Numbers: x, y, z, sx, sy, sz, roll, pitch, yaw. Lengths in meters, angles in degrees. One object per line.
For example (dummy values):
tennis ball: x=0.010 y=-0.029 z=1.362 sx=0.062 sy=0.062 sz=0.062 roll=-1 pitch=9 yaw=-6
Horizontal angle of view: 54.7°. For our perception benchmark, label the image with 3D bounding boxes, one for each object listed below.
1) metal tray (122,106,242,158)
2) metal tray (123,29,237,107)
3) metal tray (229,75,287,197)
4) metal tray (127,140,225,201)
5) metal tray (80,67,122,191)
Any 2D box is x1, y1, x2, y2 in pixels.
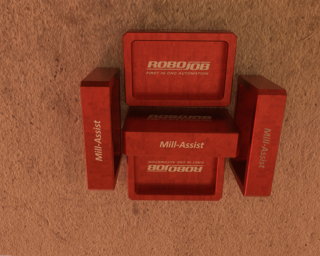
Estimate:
metal tray: x=0.024 y=0.002 z=0.379 sx=0.131 sy=0.090 sz=0.030 roll=1 pitch=111 yaw=-1
metal tray: x=0.023 y=-0.073 z=0.382 sx=0.131 sy=0.030 sz=0.089 roll=0 pitch=113 yaw=-1
metal tray: x=0.114 y=0.007 z=0.380 sx=0.030 sy=0.090 sz=0.129 roll=1 pitch=110 yaw=0
metal tray: x=0.021 y=0.054 z=0.430 sx=0.131 sy=0.030 sz=0.089 roll=1 pitch=109 yaw=-1
metal tray: x=-0.067 y=-0.002 z=0.375 sx=0.030 sy=0.090 sz=0.129 roll=1 pitch=111 yaw=-1
